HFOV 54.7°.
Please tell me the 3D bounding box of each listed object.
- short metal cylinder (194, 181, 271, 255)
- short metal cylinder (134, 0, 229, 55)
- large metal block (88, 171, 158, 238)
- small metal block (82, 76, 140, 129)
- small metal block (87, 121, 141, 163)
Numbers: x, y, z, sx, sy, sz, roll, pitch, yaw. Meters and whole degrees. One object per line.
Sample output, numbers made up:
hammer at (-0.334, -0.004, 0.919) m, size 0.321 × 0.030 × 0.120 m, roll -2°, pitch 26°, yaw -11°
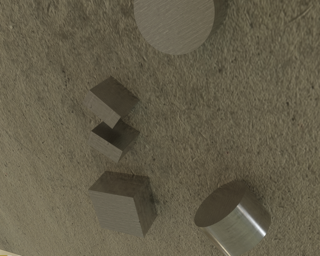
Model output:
short metal cylinder at (0.091, 0.113, 0.393) m, size 0.050 × 0.080 × 0.080 m, roll 49°, pitch 128°, yaw -7°
short metal cylinder at (0.022, -0.118, 0.305) m, size 0.080 × 0.050 × 0.079 m, roll 13°, pitch 124°, yaw 20°
large metal block at (-0.057, 0.119, 0.493) m, size 0.080 × 0.050 × 0.079 m, roll 3°, pitch 120°, yaw 26°
small metal block at (-0.062, -0.034, 0.401) m, size 0.050 × 0.050 × 0.025 m, roll 41°, pitch 129°, yaw 0°
small metal block at (-0.064, 0.014, 0.431) m, size 0.050 × 0.050 × 0.025 m, roll 32°, pitch 128°, yaw 7°
